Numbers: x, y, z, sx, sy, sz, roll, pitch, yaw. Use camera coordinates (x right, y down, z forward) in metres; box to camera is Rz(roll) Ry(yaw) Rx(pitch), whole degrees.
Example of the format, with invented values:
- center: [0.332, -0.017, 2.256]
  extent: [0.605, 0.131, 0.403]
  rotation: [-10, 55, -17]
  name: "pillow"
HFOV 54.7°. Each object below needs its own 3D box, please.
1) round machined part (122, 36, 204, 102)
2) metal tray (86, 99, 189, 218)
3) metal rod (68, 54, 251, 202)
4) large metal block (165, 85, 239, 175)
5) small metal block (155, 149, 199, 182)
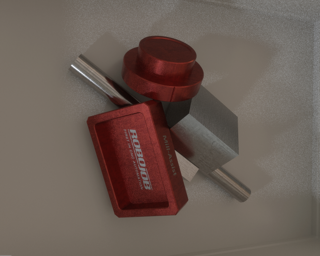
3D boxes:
- center: [0.006, -0.077, 0.371]
  extent: [0.099, 0.098, 0.042]
  rotation: [-2, 131, -20]
  name: "round machined part"
- center: [-0.027, 0.038, 0.367]
  extent: [0.030, 0.090, 0.129]
  rotation: [-26, 102, -60]
  name: "metal tray"
- center: [0.011, 0.010, 0.414]
  extent: [0.301, 0.025, 0.025]
  rotation: [38, 78, -16]
  name: "metal rod"
- center: [0.053, -0.002, 0.396]
  extent: [0.080, 0.050, 0.080]
  rotation: [39, 35, -16]
  name: "large metal block"
- center: [0.017, 0.042, 0.403]
  extent: [0.050, 0.050, 0.025]
  rotation: [40, 77, -16]
  name: "small metal block"
